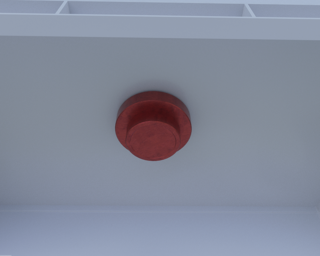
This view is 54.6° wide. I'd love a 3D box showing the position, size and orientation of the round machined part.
[{"bbox_3d":[-0.008,0.005,0.398,0.099,0.042,0.097,0,130,0],"label":"round machined part"}]
